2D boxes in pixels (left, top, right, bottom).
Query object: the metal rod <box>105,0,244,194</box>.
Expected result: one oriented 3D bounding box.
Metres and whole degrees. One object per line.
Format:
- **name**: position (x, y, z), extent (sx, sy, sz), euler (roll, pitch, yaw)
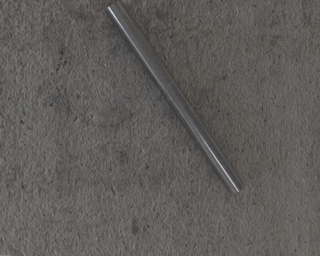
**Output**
- **metal rod**: position (0.026, -0.033, 0.418), extent (0.025, 0.025, 0.300), euler (-39, 103, -16)
